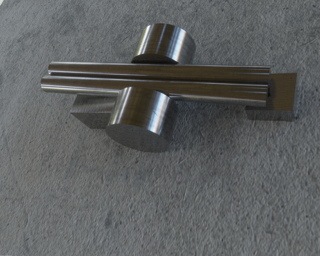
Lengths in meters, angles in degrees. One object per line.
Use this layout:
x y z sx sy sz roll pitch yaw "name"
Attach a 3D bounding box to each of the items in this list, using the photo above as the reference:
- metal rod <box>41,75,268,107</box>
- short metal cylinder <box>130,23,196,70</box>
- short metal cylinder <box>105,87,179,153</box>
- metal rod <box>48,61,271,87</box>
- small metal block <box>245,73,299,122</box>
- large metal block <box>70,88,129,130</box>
-0.023 -0.049 0.390 0.301 0.025 0.025 6 64 22 "metal rod"
0.005 -0.096 0.426 0.080 0.080 0.050 2 63 29 "short metal cylinder"
-0.021 -0.008 0.386 0.080 0.080 0.050 2 63 29 "short metal cylinder"
-0.017 -0.071 0.400 0.301 0.025 0.025 6 64 22 "metal rod"
0.131 -0.035 0.359 0.050 0.025 0.050 3 63 30 "small metal block"
-0.072 -0.044 0.454 0.080 0.050 0.080 2 63 29 "large metal block"
